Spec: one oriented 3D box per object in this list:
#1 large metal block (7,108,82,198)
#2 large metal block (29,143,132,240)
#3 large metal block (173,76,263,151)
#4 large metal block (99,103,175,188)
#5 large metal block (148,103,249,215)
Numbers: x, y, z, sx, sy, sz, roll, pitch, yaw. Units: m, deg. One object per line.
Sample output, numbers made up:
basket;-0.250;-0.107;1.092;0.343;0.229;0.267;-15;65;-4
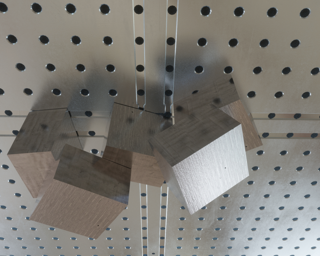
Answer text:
large metal block;-0.142;0.032;0.400;0.050;0.080;0.080;-5;130;4
large metal block;-0.089;0.074;0.351;0.080;0.050;0.080;25;125;-20
large metal block;0.072;-0.006;0.391;0.080;0.050;0.080;-24;127;18
large metal block;-0.029;0.021;0.392;0.081;0.080;0.050;15;129;-13
large metal block;0.044;0.033;0.334;0.080;0.050;0.080;-31;130;-13
